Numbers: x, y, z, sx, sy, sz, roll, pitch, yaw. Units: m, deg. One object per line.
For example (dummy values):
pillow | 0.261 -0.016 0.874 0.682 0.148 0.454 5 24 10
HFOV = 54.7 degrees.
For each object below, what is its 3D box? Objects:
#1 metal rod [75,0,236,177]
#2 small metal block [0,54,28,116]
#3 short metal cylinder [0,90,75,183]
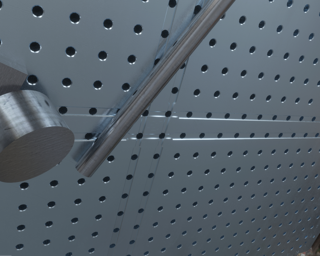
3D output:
metal rod | -0.002 -0.060 0.374 0.025 0.025 0.299 34 99 -39
small metal block | -0.163 -0.045 0.294 0.050 0.025 0.050 26 104 -38
short metal cylinder | -0.134 0.009 0.307 0.080 0.050 0.080 -34 157 -16
